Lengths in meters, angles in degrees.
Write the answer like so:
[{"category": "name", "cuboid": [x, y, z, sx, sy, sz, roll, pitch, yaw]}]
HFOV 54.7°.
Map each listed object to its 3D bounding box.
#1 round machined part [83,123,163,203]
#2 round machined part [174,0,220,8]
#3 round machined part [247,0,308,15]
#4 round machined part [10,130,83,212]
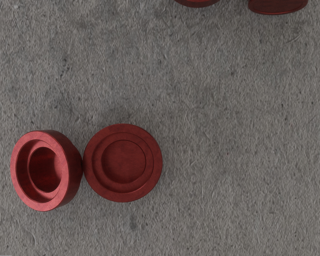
[{"category": "round machined part", "cuboid": [-0.046, 0.043, 0.401, 0.099, 0.042, 0.097, 0, 90, 0]}, {"category": "round machined part", "cuboid": [0.048, -0.204, 0.400, 0.099, 0.042, 0.097, 0, 90, 2]}, {"category": "round machined part", "cuboid": [0.143, -0.169, 0.374, 0.099, 0.098, 0.042, 4, 90, 0]}, {"category": "round machined part", "cuboid": [-0.136, 0.051, 0.388, 0.098, 0.042, 0.097, 2, 93, 26]}]
